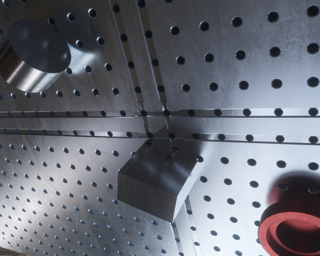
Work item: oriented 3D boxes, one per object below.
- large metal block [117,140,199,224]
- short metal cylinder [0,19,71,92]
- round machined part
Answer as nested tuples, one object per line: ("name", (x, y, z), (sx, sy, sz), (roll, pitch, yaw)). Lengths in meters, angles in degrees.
("large metal block", (-0.002, 0.069, 0.419), (0.080, 0.080, 0.050), (19, 126, 17))
("short metal cylinder", (-0.166, -0.094, 0.405), (0.050, 0.080, 0.080), (-31, 101, 38))
("round machined part", (0.176, 0.127, 0.386), (0.098, 0.042, 0.097), (13, 124, 21))
